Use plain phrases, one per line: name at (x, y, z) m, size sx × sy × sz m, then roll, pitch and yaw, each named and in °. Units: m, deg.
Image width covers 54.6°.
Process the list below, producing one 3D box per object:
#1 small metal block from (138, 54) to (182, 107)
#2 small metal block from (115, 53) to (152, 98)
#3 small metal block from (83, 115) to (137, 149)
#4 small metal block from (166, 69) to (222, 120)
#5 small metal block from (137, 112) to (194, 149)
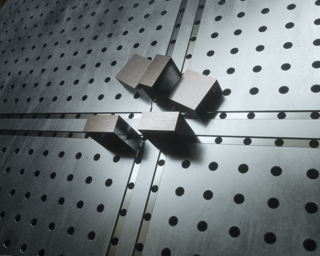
small metal block at (0.003, -0.066, 0.432) m, size 0.025 × 0.050 × 0.050 m, roll 21°, pitch 73°, yaw 36°
small metal block at (-0.032, -0.081, 0.476) m, size 0.050 × 0.025 × 0.050 m, roll 33°, pitch 80°, yaw 38°
small metal block at (-0.067, 0.006, 0.425) m, size 0.050 × 0.050 × 0.025 m, roll 0°, pitch 62°, yaw 28°
small metal block at (0.045, -0.046, 0.413) m, size 0.050 × 0.025 × 0.050 m, roll 29°, pitch 77°, yaw 37°
small metal block at (0.008, 0.003, 0.387) m, size 0.050 × 0.050 × 0.025 m, roll 2°, pitch 63°, yaw 29°
